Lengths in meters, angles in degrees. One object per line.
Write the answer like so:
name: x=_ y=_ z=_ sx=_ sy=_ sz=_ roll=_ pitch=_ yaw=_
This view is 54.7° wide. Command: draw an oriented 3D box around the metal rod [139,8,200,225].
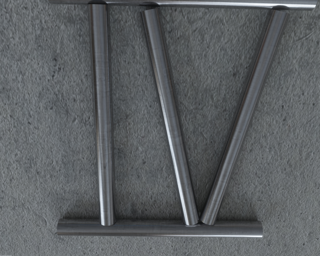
metal rod: x=0.017 y=0.000 z=0.410 sx=0.025 sy=0.025 sz=0.298 roll=-11 pitch=110 yaw=3

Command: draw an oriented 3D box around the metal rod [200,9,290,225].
metal rod: x=0.105 y=0.000 z=0.412 sx=0.025 sy=0.025 sz=0.298 roll=12 pitch=109 yaw=-5

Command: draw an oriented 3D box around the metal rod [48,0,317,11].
metal rod: x=0.026 y=-0.152 z=0.355 sx=0.302 sy=0.025 sz=0.025 roll=1 pitch=110 yaw=-1

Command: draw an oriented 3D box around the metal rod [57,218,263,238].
metal rod: x=0.001 y=0.151 z=0.466 sx=0.302 sy=0.025 sz=0.025 roll=1 pitch=110 yaw=-1

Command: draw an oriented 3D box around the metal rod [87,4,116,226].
metal rod: x=-0.074 y=-0.003 z=0.408 sx=0.025 sy=0.025 sz=0.298 roll=1 pitch=110 yaw=-1
